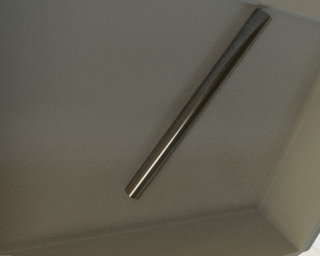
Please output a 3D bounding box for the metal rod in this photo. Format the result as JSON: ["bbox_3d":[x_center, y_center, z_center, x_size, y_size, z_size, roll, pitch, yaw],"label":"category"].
[{"bbox_3d":[0.046,-0.025,0.420,0.025,0.025,0.299,28,103,-38],"label":"metal rod"}]
